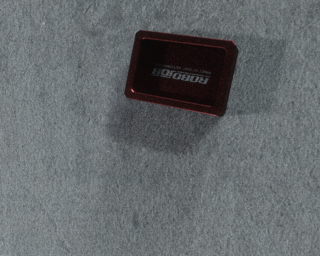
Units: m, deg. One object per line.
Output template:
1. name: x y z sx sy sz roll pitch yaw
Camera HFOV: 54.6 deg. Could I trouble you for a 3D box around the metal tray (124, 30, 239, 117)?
1. metal tray: 0.025 -0.071 0.397 0.130 0.030 0.090 13 94 19
